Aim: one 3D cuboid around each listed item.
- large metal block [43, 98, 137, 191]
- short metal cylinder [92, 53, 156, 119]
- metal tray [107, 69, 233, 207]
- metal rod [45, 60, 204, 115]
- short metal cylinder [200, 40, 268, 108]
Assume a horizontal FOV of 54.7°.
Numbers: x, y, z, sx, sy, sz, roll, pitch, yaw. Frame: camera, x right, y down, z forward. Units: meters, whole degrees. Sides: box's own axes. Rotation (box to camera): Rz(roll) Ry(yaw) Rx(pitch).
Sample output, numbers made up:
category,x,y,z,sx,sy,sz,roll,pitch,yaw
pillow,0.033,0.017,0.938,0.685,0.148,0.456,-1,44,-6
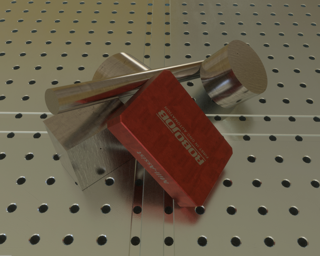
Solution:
category,x,y,z,sx,sy,sz,roll,pitch,yaw
large metal block,-0.076,0.014,0.359,0.081,0.080,0.050,-33,58,-25
short metal cylinder,-0.044,-0.053,0.416,0.080,0.080,0.050,-36,59,-27
metal tray,0.017,0.012,0.343,0.130,0.030,0.090,49,55,-15
metal rod,0.001,-0.064,0.392,0.025,0.025,0.302,39,39,27
short metal cylinder,0.102,-0.073,0.429,0.081,0.050,0.080,17,60,-33
